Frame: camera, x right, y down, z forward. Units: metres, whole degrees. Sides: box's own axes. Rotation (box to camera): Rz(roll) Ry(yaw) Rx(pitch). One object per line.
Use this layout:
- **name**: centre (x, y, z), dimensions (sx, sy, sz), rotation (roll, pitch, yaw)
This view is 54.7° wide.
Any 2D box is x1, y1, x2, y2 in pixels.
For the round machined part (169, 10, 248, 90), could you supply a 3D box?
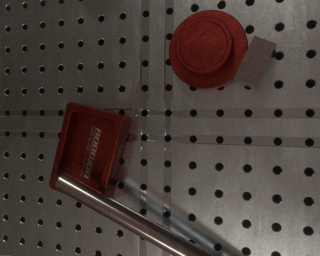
- **round machined part**: centre (0.058, -0.098, 0.383), dimensions (0.098, 0.042, 0.097), rotation (0, 90, 19)

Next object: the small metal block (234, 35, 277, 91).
- **small metal block**: centre (0.111, -0.073, 0.360), dimensions (0.025, 0.050, 0.050), rotation (28, 99, 17)

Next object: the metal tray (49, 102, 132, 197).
- **metal tray**: centre (-0.101, 0.036, 0.444), dimensions (0.090, 0.030, 0.129), rotation (16, 95, 19)

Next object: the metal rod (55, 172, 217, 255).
- **metal rod**: centre (0.000, 0.137, 0.391), dimensions (0.301, 0.025, 0.025), rotation (26, 99, 10)
